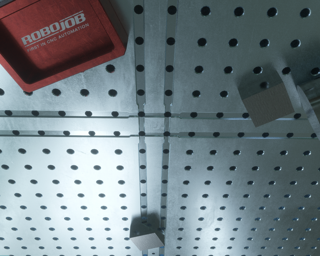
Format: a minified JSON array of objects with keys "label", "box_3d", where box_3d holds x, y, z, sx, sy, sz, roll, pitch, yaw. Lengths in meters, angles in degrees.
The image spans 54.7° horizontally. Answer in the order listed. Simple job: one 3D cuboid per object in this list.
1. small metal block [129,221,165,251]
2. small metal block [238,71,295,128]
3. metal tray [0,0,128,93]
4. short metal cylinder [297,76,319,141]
[{"label":"small metal block","box_3d":[-0.024,0.205,0.586,0.050,0.025,0.050,-17,129,13]},{"label":"small metal block","box_3d":[0.132,-0.034,0.385,0.050,0.025,0.050,-24,127,18]},{"label":"metal tray","box_3d":[-0.111,-0.099,0.322,0.130,0.030,0.090,-18,128,14]},{"label":"short metal cylinder","box_3d":[0.201,-0.023,0.359,0.050,0.080,0.080,-23,127,18]}]
